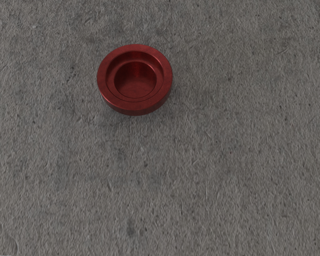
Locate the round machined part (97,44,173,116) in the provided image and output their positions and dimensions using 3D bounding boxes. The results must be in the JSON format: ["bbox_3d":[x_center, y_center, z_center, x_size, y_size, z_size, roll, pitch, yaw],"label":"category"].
[{"bbox_3d":[-0.032,-0.061,0.421,0.099,0.042,0.098,0,70,0],"label":"round machined part"}]
